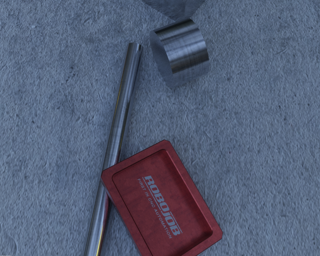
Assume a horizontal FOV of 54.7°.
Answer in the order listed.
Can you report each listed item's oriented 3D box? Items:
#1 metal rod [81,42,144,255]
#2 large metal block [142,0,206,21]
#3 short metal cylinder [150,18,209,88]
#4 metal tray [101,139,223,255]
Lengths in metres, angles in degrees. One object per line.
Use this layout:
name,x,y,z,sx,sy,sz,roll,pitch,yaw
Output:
metal rod,-0.058,0.022,0.399,0.025,0.025,0.299,8,70,3
large metal block,0.027,-0.219,0.475,0.080,0.050,0.080,34,73,11
short metal cylinder,0.025,-0.100,0.416,0.050,0.080,0.080,-22,72,-8
metal tray,0.000,0.090,0.358,0.091,0.030,0.130,-26,79,-18
